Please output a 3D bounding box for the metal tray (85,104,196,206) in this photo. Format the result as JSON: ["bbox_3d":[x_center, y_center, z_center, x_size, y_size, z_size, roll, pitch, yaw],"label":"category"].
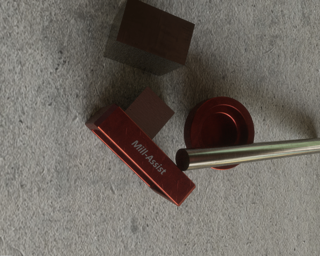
[{"bbox_3d":[-0.026,0.030,0.364,0.130,0.090,0.030,46,76,-14],"label":"metal tray"}]

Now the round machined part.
[{"bbox_3d":[0.077,0.007,0.429,0.099,0.042,0.097,0,90,-20],"label":"round machined part"}]

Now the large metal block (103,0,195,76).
[{"bbox_3d":[-0.016,-0.105,0.374,0.081,0.080,0.050,16,85,-20],"label":"large metal block"}]

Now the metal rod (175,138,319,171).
[{"bbox_3d":[0.149,0.031,0.425,0.303,0.025,0.025,-2,91,-35],"label":"metal rod"}]

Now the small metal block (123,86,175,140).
[{"bbox_3d":[-0.018,-0.018,0.403,0.050,0.025,0.050,44,76,-15],"label":"small metal block"}]
